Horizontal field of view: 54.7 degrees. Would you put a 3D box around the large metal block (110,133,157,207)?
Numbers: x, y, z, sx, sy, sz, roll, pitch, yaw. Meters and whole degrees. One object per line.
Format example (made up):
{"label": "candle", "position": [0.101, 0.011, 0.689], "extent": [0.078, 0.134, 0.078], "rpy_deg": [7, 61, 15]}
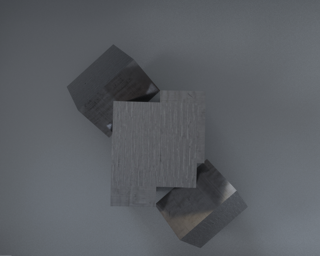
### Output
{"label": "large metal block", "position": [-0.029, 0.047, 0.382], "extent": [0.050, 0.080, 0.080], "rpy_deg": [1, 90, 0]}

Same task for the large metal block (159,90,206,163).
{"label": "large metal block", "position": [0.024, -0.001, 0.381], "extent": [0.050, 0.080, 0.080], "rpy_deg": [1, 90, 0]}

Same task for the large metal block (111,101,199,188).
{"label": "large metal block", "position": [-0.005, 0.015, 0.317], "extent": [0.081, 0.050, 0.080], "rpy_deg": [2, 90, 0]}

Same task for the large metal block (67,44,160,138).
{"label": "large metal block", "position": [-0.059, -0.048, 0.374], "extent": [0.080, 0.080, 0.050], "rpy_deg": [-43, 125, 0]}

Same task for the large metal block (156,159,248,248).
{"label": "large metal block", "position": [0.053, 0.094, 0.375], "extent": [0.080, 0.080, 0.050], "rpy_deg": [-41, 55, 0]}
